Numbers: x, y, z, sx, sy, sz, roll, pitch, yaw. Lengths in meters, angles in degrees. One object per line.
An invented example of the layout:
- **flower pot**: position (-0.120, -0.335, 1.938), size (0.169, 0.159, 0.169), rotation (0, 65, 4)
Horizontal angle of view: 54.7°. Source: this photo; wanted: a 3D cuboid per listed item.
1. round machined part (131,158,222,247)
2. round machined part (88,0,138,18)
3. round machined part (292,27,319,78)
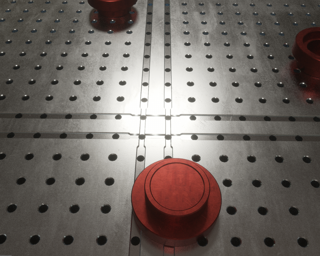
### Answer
- **round machined part**: position (0.018, 0.072, 0.336), size (0.099, 0.042, 0.098), rotation (0, 50, 0)
- **round machined part**: position (-0.093, -0.254, 0.609), size (0.099, 0.042, 0.098), rotation (0, 50, 0)
- **round machined part**: position (0.263, -0.117, 0.499), size (0.099, 0.042, 0.098), rotation (0, 50, 0)
